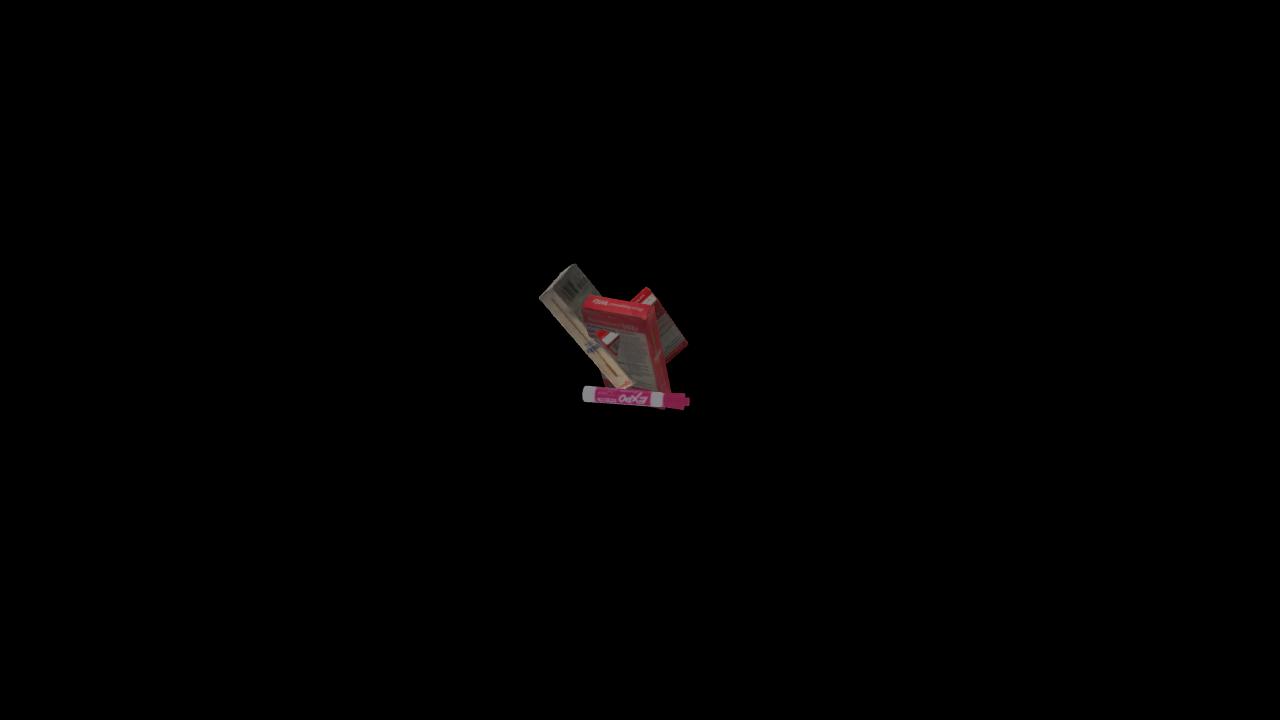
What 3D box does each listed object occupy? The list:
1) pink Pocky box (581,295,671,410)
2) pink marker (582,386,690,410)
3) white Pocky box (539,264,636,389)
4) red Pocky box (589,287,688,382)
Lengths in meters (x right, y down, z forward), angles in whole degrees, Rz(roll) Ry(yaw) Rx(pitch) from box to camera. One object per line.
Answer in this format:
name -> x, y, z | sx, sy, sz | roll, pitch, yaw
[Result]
pink Pocky box -> -0.013, -0.007, 0.736 | 0.084, 0.029, 0.155 | 12, -40, 24
pink marker -> -0.004, 0.042, 0.686 | 0.121, 0.020, 0.020 | 4, 1, 14
white Pocky box -> -0.053, -0.041, 0.760 | 0.028, 0.154, 0.084 | -32, 17, 27
red Pocky box -> 0.006, -0.026, 0.767 | 0.028, 0.083, 0.155 | 48, 1, 25
